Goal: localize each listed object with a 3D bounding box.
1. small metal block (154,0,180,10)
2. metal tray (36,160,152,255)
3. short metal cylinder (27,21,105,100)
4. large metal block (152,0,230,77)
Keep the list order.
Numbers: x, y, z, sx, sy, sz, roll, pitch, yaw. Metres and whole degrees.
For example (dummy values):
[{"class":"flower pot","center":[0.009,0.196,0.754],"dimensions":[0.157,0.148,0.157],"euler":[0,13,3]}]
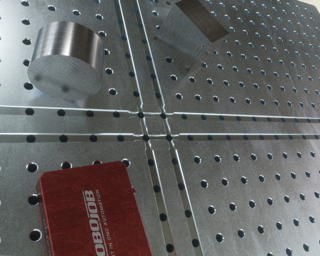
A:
[{"class":"small metal block","center":[0.015,-0.245,0.568],"dimensions":[0.050,0.025,0.050],"euler":[1,61,-28]},{"class":"metal tray","center":[-0.064,0.103,0.309],"dimensions":[0.091,0.030,0.130],"euler":[-6,65,-31]},{"class":"short metal cylinder","center":[-0.107,-0.076,0.362],"dimensions":[0.081,0.080,0.050],"euler":[12,57,-22]},{"class":"large metal block","center":[0.046,-0.142,0.487],"dimensions":[0.080,0.080,0.050],"euler":[49,51,6]}]
